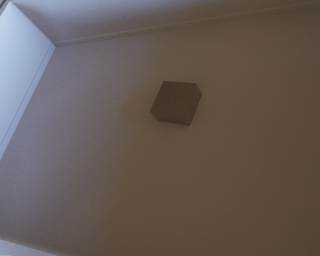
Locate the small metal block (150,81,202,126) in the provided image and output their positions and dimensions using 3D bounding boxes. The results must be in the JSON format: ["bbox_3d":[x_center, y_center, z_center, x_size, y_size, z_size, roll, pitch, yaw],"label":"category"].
[{"bbox_3d":[0.022,-0.034,0.414,0.050,0.025,0.050,10,66,32],"label":"small metal block"}]
